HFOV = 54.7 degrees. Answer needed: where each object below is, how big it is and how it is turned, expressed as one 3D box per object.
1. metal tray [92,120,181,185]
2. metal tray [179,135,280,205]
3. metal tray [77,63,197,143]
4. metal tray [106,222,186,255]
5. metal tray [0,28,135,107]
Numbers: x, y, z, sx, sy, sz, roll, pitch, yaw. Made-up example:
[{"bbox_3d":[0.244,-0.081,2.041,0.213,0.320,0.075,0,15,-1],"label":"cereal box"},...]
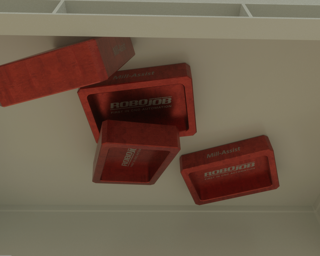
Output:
[{"bbox_3d":[-0.036,0.038,0.402,0.091,0.030,0.129,5,150,-15],"label":"metal tray"},{"bbox_3d":[0.104,0.066,0.463,0.130,0.030,0.090,-15,129,12],"label":"metal tray"},{"bbox_3d":[-0.024,-0.027,0.382,0.131,0.030,0.089,-6,130,5],"label":"metal tray"},{"bbox_3d":[-0.021,0.208,0.542,0.131,0.090,0.030,-6,106,4],"label":"metal tray"},{"bbox_3d":[-0.079,-0.061,0.285,0.090,0.130,0.030,-13,110,10],"label":"metal tray"}]
